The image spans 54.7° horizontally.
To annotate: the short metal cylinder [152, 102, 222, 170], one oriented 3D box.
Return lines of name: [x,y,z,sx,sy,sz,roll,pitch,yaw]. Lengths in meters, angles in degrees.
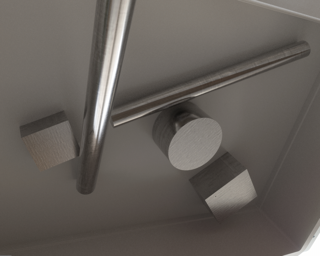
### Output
short metal cylinder: [0.036,0.010,0.421,0.081,0.050,0.079,-14,125,-21]

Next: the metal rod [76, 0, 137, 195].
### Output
metal rod: [-0.059,-0.012,0.292,0.025,0.025,0.298,-9,147,-24]

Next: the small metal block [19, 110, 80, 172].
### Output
small metal block: [-0.123,0.015,0.352,0.050,0.025,0.050,-23,127,-15]

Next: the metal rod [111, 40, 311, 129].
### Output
metal rod: [0.076,-0.064,0.412,0.302,0.025,0.025,-21,127,-16]

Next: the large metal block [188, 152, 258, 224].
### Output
large metal block: [0.106,0.100,0.515,0.080,0.050,0.080,-35,129,-5]
